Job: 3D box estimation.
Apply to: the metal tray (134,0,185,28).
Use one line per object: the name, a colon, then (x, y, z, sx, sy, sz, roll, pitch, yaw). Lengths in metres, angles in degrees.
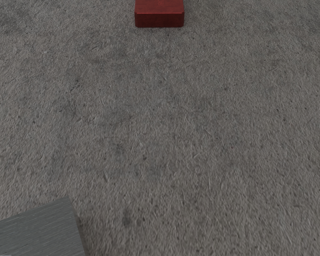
metal tray: (-0.002, -0.246, 0.607, 0.091, 0.030, 0.130, 0, 50, -1)

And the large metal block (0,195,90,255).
large metal block: (-0.109, 0.121, 0.284, 0.081, 0.050, 0.080, -19, 53, -15)
